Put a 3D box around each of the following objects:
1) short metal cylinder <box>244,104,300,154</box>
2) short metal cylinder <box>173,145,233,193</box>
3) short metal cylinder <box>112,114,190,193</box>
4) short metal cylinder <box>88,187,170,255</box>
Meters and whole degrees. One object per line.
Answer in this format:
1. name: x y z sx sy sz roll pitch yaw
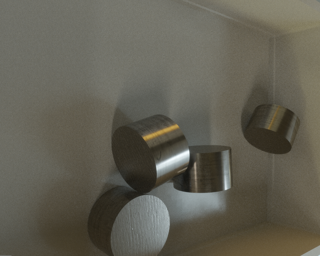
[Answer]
1. short metal cylinder: 0.194 0.003 0.537 0.080 0.080 0.050 44 63 -32
2. short metal cylinder: 0.057 0.053 0.421 0.081 0.080 0.050 -6 94 -40
3. short metal cylinder: -0.012 0.029 0.362 0.050 0.080 0.079 -22 104 -38
4. short metal cylinder: -0.035 0.113 0.361 0.081 0.050 0.079 -2 94 -40
